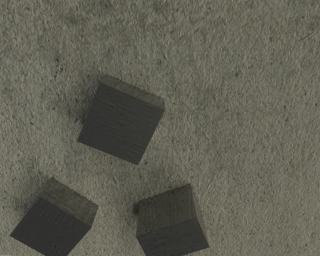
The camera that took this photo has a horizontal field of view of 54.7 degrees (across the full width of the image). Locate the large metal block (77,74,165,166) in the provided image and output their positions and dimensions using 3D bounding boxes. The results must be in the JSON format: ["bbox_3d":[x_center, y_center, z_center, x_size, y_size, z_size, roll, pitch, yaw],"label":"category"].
[{"bbox_3d":[-0.047,-0.011,0.392,0.080,0.050,0.080,23,108,-9],"label":"large metal block"}]

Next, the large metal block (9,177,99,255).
[{"bbox_3d":[-0.149,0.132,0.444,0.080,0.050,0.080,36,106,-13],"label":"large metal block"}]

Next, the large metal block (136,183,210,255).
[{"bbox_3d":[0.017,0.130,0.428,0.080,0.080,0.050,-20,109,7],"label":"large metal block"}]
